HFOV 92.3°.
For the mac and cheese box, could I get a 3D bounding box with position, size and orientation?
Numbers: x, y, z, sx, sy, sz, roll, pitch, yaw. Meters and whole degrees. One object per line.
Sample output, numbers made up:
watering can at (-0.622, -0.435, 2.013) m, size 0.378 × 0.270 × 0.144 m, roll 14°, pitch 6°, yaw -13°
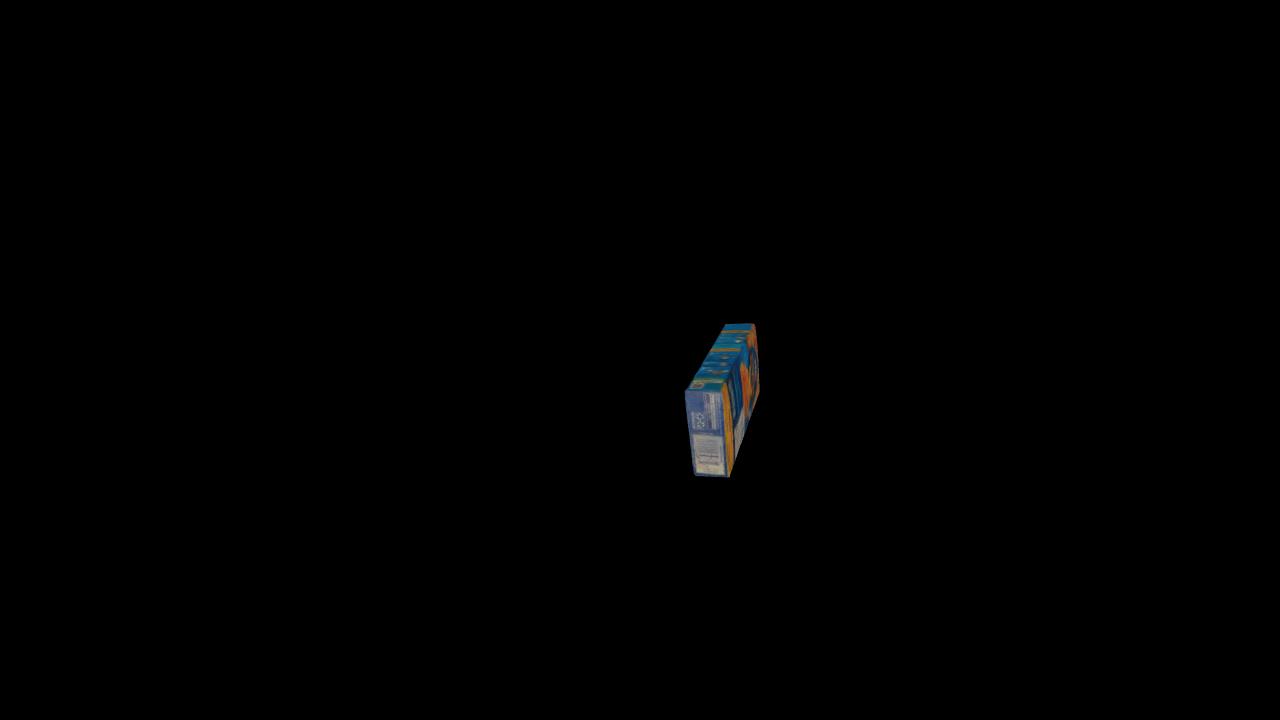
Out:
mac and cheese box at (0.090, 0.034, 0.639) m, size 0.041 × 0.093 × 0.184 m, roll -1°, pitch 23°, yaw 21°
